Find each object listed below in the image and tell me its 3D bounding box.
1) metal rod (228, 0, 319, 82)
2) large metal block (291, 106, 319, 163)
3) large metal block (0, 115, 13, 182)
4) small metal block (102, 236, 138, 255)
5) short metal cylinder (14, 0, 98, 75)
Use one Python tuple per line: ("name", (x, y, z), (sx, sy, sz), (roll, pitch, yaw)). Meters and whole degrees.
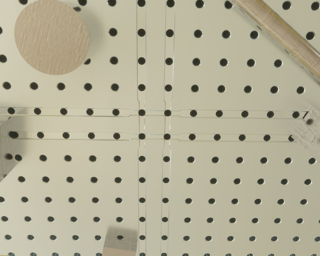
("metal rod", (0.206, -0.072, 0.389), (0.301, 0.025, 0.025), (36, 106, -13))
("large metal block", (0.231, 0.022, 0.396), (0.080, 0.080, 0.050), (25, 108, -9))
("large metal block", (-0.245, 0.025, 0.406), (0.081, 0.050, 0.079), (8, 110, -3))
("small metal block", (-0.065, 0.202, 0.487), (0.050, 0.025, 0.050), (11, 110, -5))
("short metal cylinder", (-0.117, -0.106, 0.360), (0.081, 0.050, 0.079), (0, 110, -1))
